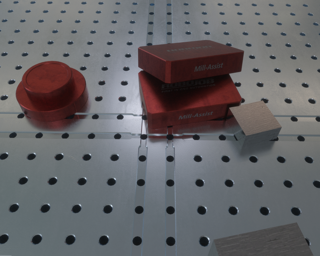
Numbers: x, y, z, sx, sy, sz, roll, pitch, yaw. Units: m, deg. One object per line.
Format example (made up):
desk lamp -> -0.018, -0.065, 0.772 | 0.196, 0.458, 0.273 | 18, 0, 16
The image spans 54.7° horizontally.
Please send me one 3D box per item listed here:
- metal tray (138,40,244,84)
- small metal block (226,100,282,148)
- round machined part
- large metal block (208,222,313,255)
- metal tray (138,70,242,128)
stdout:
metal tray -> 0.044, -0.101, 0.454 | 0.131, 0.030, 0.090 | -13, 31, -26
small metal block -> 0.124, -0.006, 0.414 | 0.050, 0.025, 0.050 | -13, 51, -11
round machined part -> -0.156, -0.059, 0.445 | 0.099, 0.042, 0.098 | 0, 50, 0
large metal block -> 0.095, 0.139, 0.275 | 0.081, 0.050, 0.080 | -9, 51, -8
metal tray -> 0.040, -0.051, 0.447 | 0.131, 0.030, 0.090 | -8, 51, -7
